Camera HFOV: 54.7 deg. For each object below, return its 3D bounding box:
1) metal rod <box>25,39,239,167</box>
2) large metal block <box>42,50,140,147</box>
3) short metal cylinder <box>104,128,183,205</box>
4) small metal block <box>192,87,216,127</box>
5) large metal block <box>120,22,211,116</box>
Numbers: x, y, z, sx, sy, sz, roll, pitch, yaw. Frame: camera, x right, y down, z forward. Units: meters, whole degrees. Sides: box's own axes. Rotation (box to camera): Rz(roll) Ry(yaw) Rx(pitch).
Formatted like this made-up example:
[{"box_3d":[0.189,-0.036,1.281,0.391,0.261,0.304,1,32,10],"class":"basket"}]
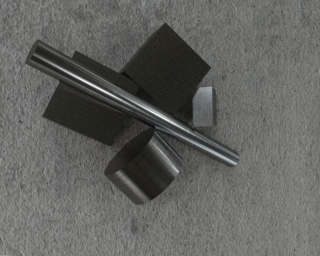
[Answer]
[{"box_3d":[-0.005,-0.012,0.365,0.301,0.025,0.025,27,81,-35],"class":"metal rod"},{"box_3d":[-0.082,-0.032,0.367,0.080,0.050,0.080,26,81,-18],"class":"large metal block"},{"box_3d":[-0.020,0.045,0.373,0.080,0.080,0.050,-46,105,-14],"class":"short metal cylinder"},{"box_3d":[0.061,-0.028,0.417,0.025,0.050,0.050,-1,91,16],"class":"small metal block"},{"box_3d":[0.003,-0.071,0.396,0.080,0.050,0.080,41,77,-16],"class":"large metal block"}]
